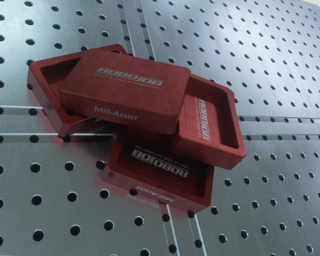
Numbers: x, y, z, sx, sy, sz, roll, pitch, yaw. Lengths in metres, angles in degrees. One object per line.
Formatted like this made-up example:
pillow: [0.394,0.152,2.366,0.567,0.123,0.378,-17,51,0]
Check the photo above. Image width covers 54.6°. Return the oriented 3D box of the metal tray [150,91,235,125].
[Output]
metal tray: [0.046,-0.031,0.447,0.131,0.030,0.090,17,55,-17]

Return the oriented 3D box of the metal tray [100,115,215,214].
metal tray: [0.003,0.040,0.381,0.131,0.030,0.090,24,53,-14]

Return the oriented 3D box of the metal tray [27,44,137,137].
metal tray: [-0.084,-0.053,0.391,0.131,0.030,0.090,-25,75,-36]

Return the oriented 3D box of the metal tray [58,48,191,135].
metal tray: [-0.037,-0.046,0.361,0.131,0.030,0.090,13,45,6]

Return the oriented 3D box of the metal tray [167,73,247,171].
metal tray: [0.056,-0.015,0.403,0.091,0.030,0.130,18,43,-17]
